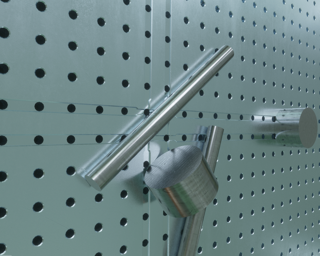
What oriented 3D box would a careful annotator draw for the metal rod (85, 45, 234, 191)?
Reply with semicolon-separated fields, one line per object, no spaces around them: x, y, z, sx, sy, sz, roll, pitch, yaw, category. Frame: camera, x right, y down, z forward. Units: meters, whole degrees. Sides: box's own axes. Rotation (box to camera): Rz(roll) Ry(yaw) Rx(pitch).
0.017;-0.030;0.422;0.301;0.025;0.025;-45;117;-31;metal rod

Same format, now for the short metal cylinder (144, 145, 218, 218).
0.028;0.067;0.397;0.080;0.080;0.050;-45;117;-31;short metal cylinder

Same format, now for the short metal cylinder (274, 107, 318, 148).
0.273;0.000;0.622;0.081;0.050;0.079;0;90;-40;short metal cylinder

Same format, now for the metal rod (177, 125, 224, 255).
0.049;0.141;0.450;0.025;0.025;0.299;25;74;-37;metal rod
